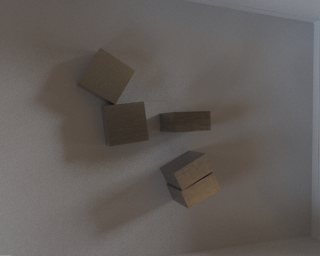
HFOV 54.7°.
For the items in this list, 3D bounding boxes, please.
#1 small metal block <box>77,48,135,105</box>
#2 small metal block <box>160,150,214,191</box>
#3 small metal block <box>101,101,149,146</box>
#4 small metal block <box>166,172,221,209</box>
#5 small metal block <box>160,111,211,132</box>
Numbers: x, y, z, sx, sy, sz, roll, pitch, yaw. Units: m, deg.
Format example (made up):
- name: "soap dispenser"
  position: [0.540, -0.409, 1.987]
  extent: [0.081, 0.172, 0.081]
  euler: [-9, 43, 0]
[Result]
- name: "small metal block"
  position: [-0.067, -0.063, 0.386]
  extent: [0.050, 0.025, 0.050]
  euler: [32, 79, -18]
- name: "small metal block"
  position: [0.034, 0.055, 0.411]
  extent: [0.050, 0.050, 0.025]
  euler: [-29, 100, -18]
- name: "small metal block"
  position: [-0.045, -0.006, 0.395]
  extent: [0.050, 0.025, 0.050]
  euler: [-8, 93, -20]
- name: "small metal block"
  position: [0.044, 0.079, 0.415]
  extent: [0.050, 0.050, 0.025]
  euler: [-26, 99, -18]
- name: "small metal block"
  position: [0.032, -0.008, 0.410]
  extent: [0.050, 0.050, 0.025]
  euler: [-3, 91, -20]
